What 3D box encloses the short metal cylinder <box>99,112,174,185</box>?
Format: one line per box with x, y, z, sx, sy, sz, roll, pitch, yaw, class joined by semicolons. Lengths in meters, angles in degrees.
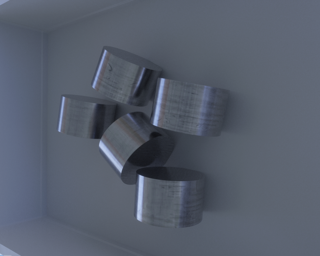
-0.030;0.026;0.396;0.050;0.081;0.080;44;117;31;short metal cylinder

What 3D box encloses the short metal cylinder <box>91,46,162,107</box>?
-0.044;-0.069;0.407;0.080;0.081;0.050;36;112;34;short metal cylinder

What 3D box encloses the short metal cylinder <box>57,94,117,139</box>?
-0.109;-0.018;0.461;0.080;0.081;0.050;18;101;38;short metal cylinder

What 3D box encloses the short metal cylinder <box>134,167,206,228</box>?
0.011;0.077;0.362;0.080;0.081;0.050;6;94;40;short metal cylinder

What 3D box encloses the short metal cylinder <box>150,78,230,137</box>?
0.033;-0.024;0.344;0.080;0.081;0.050;17;101;39;short metal cylinder
